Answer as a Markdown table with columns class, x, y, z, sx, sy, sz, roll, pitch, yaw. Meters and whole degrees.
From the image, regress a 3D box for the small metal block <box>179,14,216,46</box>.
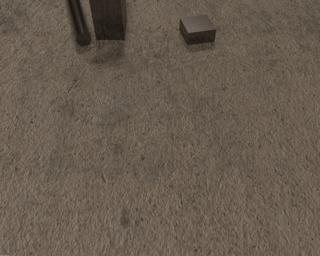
| class | x | y | z | sx | sy | sz | roll | pitch | yaw |
| --- | --- | --- | --- | --- | --- | --- | --- | --- | --- |
| small metal block | 0.066 | -0.175 | 0.552 | 0.050 | 0.025 | 0.050 | -11 | 51 | -9 |

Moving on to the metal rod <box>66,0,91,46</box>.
| class | x | y | z | sx | sy | sz | roll | pitch | yaw |
| --- | --- | --- | --- | --- | --- | --- | --- | --- | --- |
| metal rod | -0.175 | -0.260 | 0.619 | 0.025 | 0.025 | 0.299 | -13 | 51 | -11 |

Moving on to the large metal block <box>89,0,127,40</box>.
| class | x | y | z | sx | sy | sz | roll | pitch | yaw |
| --- | --- | --- | --- | --- | --- | --- | --- | --- | --- |
| large metal block | -0.088 | -0.212 | 0.544 | 0.050 | 0.080 | 0.080 | -1 | 50 | -1 |
